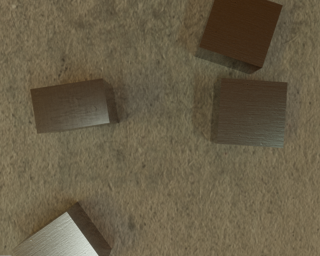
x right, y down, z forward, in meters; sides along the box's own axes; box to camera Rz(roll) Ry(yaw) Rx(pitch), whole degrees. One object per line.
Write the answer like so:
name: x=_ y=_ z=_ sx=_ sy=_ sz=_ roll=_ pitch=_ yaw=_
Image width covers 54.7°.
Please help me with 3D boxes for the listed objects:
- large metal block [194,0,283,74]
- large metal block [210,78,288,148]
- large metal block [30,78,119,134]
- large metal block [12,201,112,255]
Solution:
large metal block: x=0.098 y=-0.123 z=0.399 sx=0.080 sy=0.050 sz=0.080 roll=18 pitch=90 yaw=-1
large metal block: x=0.112 y=-0.018 z=0.399 sx=0.081 sy=0.050 sz=0.079 roll=4 pitch=90 yaw=-1
large metal block: x=-0.099 y=-0.025 z=0.381 sx=0.081 sy=0.080 sz=0.050 roll=-9 pitch=90 yaw=0
large metal block: x=-0.122 y=0.156 z=0.396 sx=0.080 sy=0.050 sz=0.080 roll=-35 pitch=90 yaw=0
